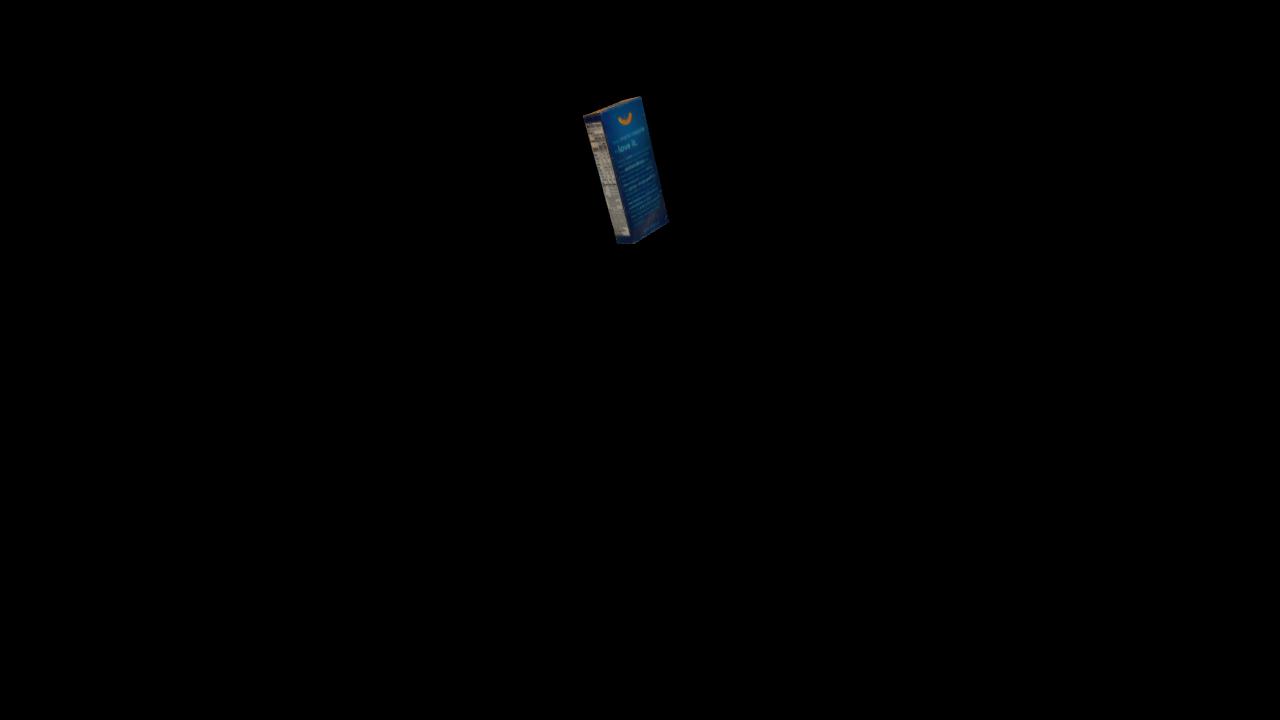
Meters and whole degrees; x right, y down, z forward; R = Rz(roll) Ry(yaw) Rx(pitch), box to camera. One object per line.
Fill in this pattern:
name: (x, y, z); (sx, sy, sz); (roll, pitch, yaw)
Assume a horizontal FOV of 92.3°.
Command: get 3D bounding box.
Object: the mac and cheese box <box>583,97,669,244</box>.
mac and cheese box: (-0.016, -0.268, 0.880); (0.041, 0.184, 0.093); (10, 37, 40)
